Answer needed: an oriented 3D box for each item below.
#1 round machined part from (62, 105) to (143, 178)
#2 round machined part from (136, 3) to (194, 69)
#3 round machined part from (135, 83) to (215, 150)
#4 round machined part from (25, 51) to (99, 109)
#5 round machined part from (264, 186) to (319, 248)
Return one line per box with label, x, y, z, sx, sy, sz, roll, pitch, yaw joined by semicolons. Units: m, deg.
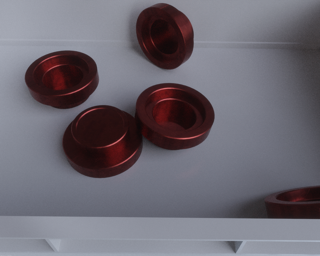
round machined part;-0.072;0.009;0.385;0.099;0.042;0.098;0;50;0
round machined part;0.013;-0.144;0.479;0.098;0.097;0.042;33;53;24
round machined part;0.017;-0.010;0.397;0.099;0.042;0.098;6;48;-6
round machined part;-0.138;-0.066;0.447;0.099;0.042;0.098;0;50;0
round machined part;0.156;0.085;0.300;0.099;0.098;0.042;-8;85;-8
